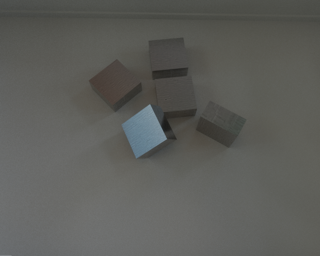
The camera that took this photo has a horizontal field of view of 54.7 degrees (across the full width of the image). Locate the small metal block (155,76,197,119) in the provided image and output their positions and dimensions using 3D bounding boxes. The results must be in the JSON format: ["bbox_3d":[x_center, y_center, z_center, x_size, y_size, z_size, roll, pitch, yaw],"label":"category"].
[{"bbox_3d":[0.021,-0.042,0.425,0.050,0.025,0.050,-6,70,-3],"label":"small metal block"}]

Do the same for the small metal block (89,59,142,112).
[{"bbox_3d":[-0.061,-0.059,0.430,0.050,0.025,0.050,-42,76,-14],"label":"small metal block"}]

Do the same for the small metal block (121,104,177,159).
[{"bbox_3d":[-0.014,0.005,0.395,0.050,0.025,0.050,-34,70,24],"label":"small metal block"}]

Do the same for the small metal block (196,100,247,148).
[{"bbox_3d":[0.077,-0.004,0.399,0.050,0.050,0.025,29,73,10],"label":"small metal block"}]

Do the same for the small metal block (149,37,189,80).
[{"bbox_3d":[0.011,-0.100,0.446,0.050,0.025,0.050,-6,70,-3],"label":"small metal block"}]
